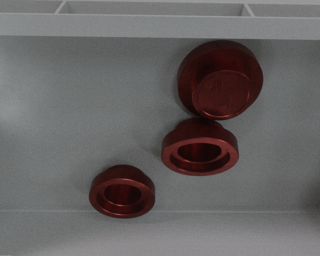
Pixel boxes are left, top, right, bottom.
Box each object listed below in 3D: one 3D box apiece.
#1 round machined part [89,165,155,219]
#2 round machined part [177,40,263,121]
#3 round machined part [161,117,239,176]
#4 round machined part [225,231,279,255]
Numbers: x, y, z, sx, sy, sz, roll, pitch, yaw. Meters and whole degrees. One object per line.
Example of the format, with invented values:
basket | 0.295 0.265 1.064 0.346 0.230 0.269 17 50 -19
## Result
round machined part | -0.057 0.094 0.477 0.099 0.042 0.097 0 130 0
round machined part | 0.070 -0.047 0.358 0.099 0.042 0.097 0 130 0
round machined part | 0.052 0.023 0.408 0.099 0.042 0.098 2 144 2
round machined part | 0.175 0.239 0.605 0.099 0.042 0.097 0 130 0
